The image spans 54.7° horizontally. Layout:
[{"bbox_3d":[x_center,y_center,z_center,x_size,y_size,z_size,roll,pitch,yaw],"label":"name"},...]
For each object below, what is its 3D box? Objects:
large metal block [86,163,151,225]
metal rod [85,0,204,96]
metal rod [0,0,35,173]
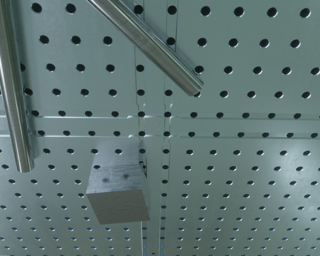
[{"bbox_3d":[-0.061,0.104,0.483,0.080,0.050,0.080,-6,130,4],"label":"large metal block"},{"bbox_3d":[-0.061,-0.130,0.299,0.025,0.025,0.301,-36,122,26],"label":"metal rod"},{"bbox_3d":[-0.174,-0.056,0.361,0.025,0.025,0.298,7,130,-6],"label":"metal rod"}]
